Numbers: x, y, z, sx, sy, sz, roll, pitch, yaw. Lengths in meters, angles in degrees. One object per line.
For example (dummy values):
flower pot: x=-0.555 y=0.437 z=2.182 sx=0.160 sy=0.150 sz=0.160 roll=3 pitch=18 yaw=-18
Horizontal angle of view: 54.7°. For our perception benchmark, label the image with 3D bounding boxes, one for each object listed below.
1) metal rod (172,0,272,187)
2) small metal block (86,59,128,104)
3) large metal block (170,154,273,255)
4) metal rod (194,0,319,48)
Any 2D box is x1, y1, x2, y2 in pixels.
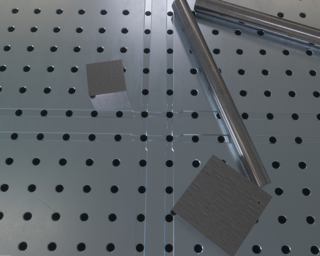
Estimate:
metal rod: x=0.078 y=-0.060 z=0.434 sx=0.025 sy=0.025 sz=0.299 roll=-18 pitch=71 yaw=-6
small metal block: x=-0.074 y=-0.065 z=0.435 sx=0.050 sy=0.025 sz=0.050 roll=-9 pitch=70 yaw=-3
large metal block: x=0.069 y=0.091 z=0.366 sx=0.080 sy=0.050 sz=0.080 roll=36 pitch=74 yaw=12
metal rod: x=0.198 y=-0.148 z=0.467 sx=0.301 sy=0.025 sz=0.025 roll=19 pitch=71 yaw=6
